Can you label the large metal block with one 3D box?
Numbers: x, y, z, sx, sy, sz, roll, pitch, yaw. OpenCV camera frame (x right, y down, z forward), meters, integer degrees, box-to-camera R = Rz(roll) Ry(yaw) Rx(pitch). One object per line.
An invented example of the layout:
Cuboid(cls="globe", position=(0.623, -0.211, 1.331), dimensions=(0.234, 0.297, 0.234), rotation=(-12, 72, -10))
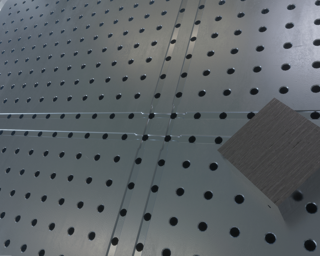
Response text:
Cuboid(cls="large metal block", position=(0.120, 0.030, 0.311), dimensions=(0.080, 0.050, 0.080), rotation=(-43, 51, -1))
